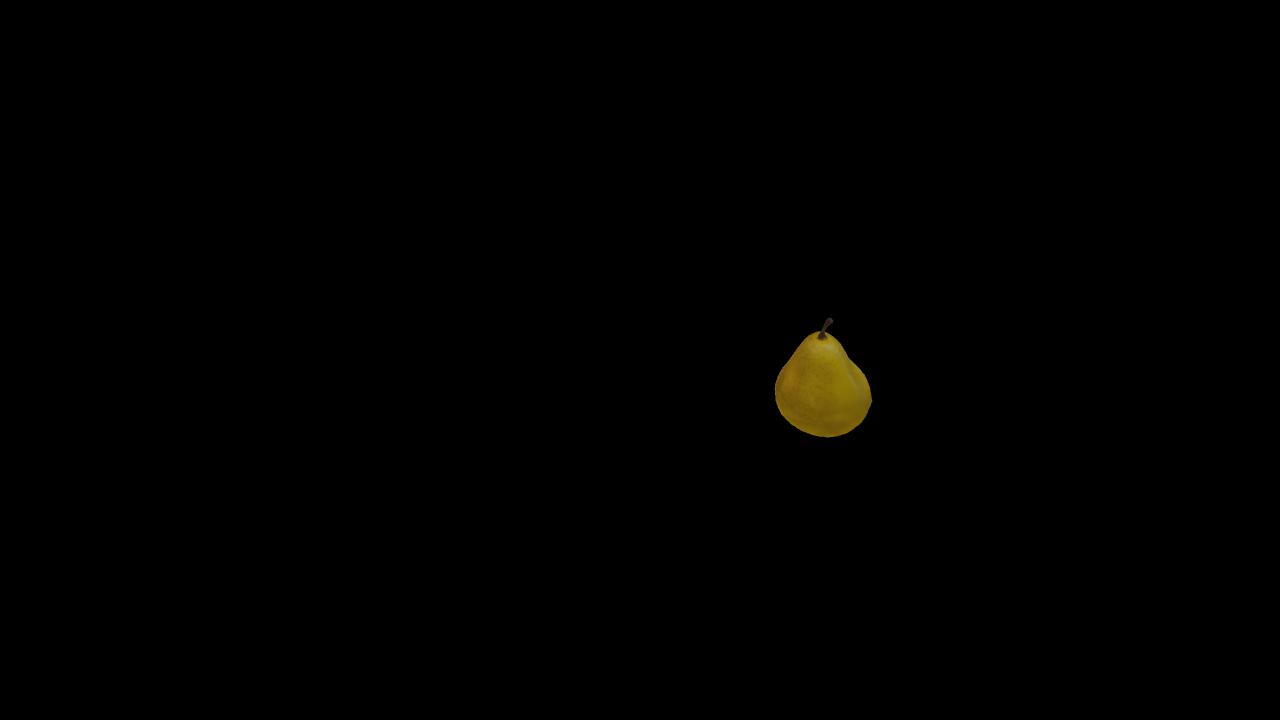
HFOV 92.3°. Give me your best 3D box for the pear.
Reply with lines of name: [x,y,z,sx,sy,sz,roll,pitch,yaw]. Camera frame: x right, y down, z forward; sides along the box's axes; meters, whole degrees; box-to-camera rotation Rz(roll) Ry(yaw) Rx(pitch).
pear: [0.148,0.011,0.515,0.080,0.111,0.080,-17,32,11]
